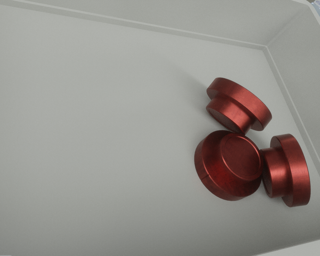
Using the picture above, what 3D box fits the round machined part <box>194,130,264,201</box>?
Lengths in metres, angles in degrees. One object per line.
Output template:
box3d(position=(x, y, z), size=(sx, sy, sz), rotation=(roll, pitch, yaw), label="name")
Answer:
box3d(position=(0.100, 0.045, 0.420), size=(0.099, 0.042, 0.098), rotation=(13, 56, -21), label="round machined part")

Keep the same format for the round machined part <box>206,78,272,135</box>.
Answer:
box3d(position=(0.105, -0.025, 0.443), size=(0.098, 0.098, 0.042), rotation=(38, 87, -3), label="round machined part")

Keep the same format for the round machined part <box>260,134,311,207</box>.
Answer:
box3d(position=(0.165, 0.059, 0.424), size=(0.042, 0.098, 0.098), rotation=(-10, 62, 6), label="round machined part")
